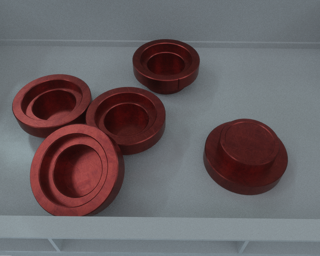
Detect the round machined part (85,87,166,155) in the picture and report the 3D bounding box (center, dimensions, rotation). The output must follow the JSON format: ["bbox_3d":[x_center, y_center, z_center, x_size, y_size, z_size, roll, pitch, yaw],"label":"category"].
[{"bbox_3d":[-0.042,-0.005,0.397,0.099,0.042,0.098,0,50,0],"label":"round machined part"}]

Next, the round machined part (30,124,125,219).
[{"bbox_3d":[-0.085,0.048,0.337,0.098,0.042,0.098,-3,75,12],"label":"round machined part"}]

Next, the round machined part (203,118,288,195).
[{"bbox_3d":[0.104,0.027,0.372,0.099,0.042,0.098,0,50,0],"label":"round machined part"}]

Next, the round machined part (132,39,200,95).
[{"bbox_3d":[0.009,-0.088,0.468,0.099,0.042,0.098,0,50,0],"label":"round machined part"}]

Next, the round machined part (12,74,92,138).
[{"bbox_3d":[-0.139,-0.024,0.413,0.099,0.042,0.098,0,50,0],"label":"round machined part"}]
